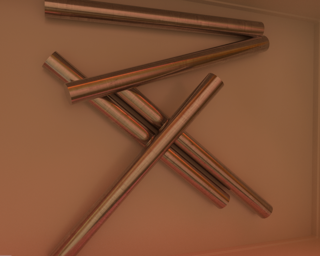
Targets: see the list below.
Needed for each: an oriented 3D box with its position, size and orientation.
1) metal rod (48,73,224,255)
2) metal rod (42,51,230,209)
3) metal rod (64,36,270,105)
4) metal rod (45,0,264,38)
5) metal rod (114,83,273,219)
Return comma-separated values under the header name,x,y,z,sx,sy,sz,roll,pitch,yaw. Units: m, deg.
name,x,y,z,sx,sy,sz,roll,pitch,yaw
metal rod,-0.027,0.050,0.379,0.025,0.025,0.300,43,84,-16
metal rod,-0.019,0.012,0.404,0.300,0.025,0.025,40,77,-16
metal rod,0.027,-0.082,0.404,0.302,0.025,0.025,-19,97,-25
metal rod,0.007,-0.145,0.413,0.303,0.025,0.025,-1,91,-21
metal rod,0.051,0.034,0.430,0.300,0.025,0.025,40,77,-16
